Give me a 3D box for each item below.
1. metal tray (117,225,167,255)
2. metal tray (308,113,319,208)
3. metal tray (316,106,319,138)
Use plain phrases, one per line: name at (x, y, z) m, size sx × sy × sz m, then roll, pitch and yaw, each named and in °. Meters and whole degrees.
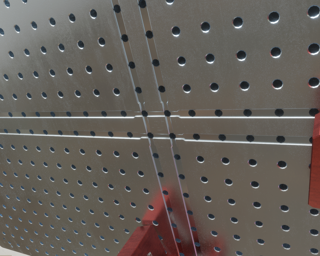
metal tray at (-0.018, 0.243, 0.517) m, size 0.030 × 0.090 × 0.130 m, roll -17°, pitch 103°, yaw 28°
metal tray at (0.196, 0.041, 0.300) m, size 0.090 × 0.030 × 0.130 m, roll 5°, pitch 141°, yaw 27°
metal tray at (0.199, -0.046, 0.275) m, size 0.090 × 0.030 × 0.129 m, roll 8°, pitch 122°, yaw 24°
